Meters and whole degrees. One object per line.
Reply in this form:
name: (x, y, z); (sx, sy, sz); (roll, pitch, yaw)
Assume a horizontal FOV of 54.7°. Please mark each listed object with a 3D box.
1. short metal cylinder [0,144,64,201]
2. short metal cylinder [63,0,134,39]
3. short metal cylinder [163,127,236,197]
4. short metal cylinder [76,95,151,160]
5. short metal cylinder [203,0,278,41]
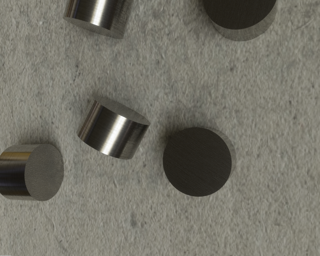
short metal cylinder: (-0.184, 0.063, 0.443); (0.050, 0.080, 0.079); (-3, 89, 20)
short metal cylinder: (-0.080, -0.155, 0.407); (0.080, 0.080, 0.050); (19, 97, 18)
short metal cylinder: (0.050, 0.039, 0.378); (0.080, 0.050, 0.079); (0, 90, 19)
short metal cylinder: (-0.059, -0.001, 0.400); (0.080, 0.080, 0.050); (31, 100, 17)
short metal cylinder: (0.095, -0.148, 0.362); (0.080, 0.050, 0.079); (0, 90, 19)
